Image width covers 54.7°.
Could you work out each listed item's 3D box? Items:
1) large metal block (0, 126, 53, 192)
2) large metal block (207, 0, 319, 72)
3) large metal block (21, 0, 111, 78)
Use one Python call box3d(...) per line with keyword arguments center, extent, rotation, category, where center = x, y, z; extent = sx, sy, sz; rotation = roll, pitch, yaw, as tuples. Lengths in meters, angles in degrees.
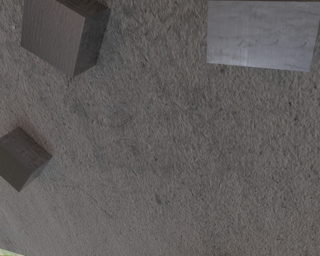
box3d(center=(-0.255, 0.058, 0.561), extent=(0.080, 0.050, 0.080), rotation=(44, 129, -3), category="large metal block")
box3d(center=(0.092, -0.089, 0.267), extent=(0.080, 0.080, 0.050), rotation=(10, 123, 22), category="large metal block")
box3d(center=(-0.116, -0.122, 0.377), extent=(0.080, 0.050, 0.079), rotation=(32, 129, 7), category="large metal block")
